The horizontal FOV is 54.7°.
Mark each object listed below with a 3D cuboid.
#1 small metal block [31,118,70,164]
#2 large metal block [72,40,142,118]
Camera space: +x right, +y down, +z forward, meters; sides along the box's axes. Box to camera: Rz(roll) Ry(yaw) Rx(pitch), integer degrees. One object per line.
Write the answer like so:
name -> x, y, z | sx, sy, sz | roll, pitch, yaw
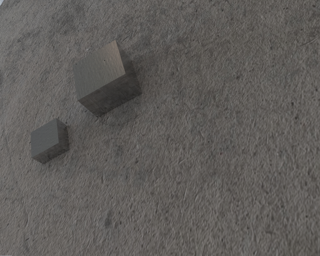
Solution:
small metal block -> -0.171, 0.020, 0.481 | 0.050, 0.025, 0.050 | -28, 52, 10
large metal block -> -0.082, -0.076, 0.477 | 0.080, 0.050, 0.080 | -27, 52, 11
